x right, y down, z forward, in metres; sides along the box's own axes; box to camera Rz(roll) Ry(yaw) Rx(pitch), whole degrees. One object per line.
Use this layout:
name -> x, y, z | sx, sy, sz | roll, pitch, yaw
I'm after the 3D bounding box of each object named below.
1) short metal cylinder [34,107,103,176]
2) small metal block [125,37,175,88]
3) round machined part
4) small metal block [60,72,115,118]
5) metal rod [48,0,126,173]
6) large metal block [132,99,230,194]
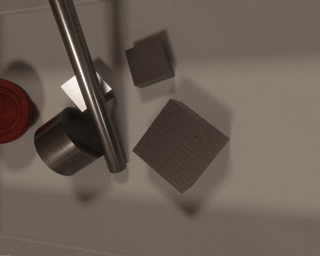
short metal cylinder -> -0.121, 0.018, 0.423 | 0.050, 0.080, 0.080 | -33, 80, 17
small metal block -> -0.013, -0.086, 0.414 | 0.050, 0.025, 0.050 | -17, 84, 18
round machined part -> -0.243, -0.025, 0.473 | 0.099, 0.042, 0.097 | 0, 89, -6
small metal block -> -0.101, -0.052, 0.435 | 0.050, 0.025, 0.050 | -40, 76, -9
metal rod -> -0.093, -0.076, 0.373 | 0.025, 0.025, 0.298 | -6, 115, 19
large metal block -> 0.027, 0.021, 0.387 | 0.080, 0.050, 0.080 | 40, 102, 15
